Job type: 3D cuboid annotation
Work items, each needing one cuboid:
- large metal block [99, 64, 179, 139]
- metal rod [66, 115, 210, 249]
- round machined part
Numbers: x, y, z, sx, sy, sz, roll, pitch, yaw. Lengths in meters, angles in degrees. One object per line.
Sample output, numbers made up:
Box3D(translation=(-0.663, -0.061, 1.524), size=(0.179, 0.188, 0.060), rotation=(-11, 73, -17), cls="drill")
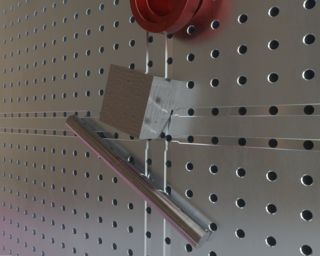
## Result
Box3D(translation=(-0.030, -0.036, 0.418), size=(0.080, 0.050, 0.079), rotation=(23, 104, 37), cls="large metal block")
Box3D(translation=(-0.050, 0.061, 0.450), size=(0.300, 0.025, 0.025), rotation=(36, 112, 34), cls="metal rod")
Box3D(translation=(0.011, -0.166, 0.384), size=(0.098, 0.042, 0.097), rotation=(8, 102, 41), cls="round machined part")
